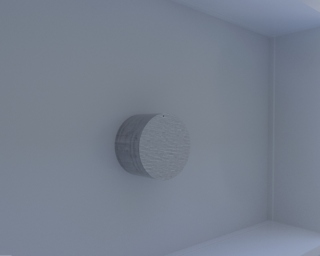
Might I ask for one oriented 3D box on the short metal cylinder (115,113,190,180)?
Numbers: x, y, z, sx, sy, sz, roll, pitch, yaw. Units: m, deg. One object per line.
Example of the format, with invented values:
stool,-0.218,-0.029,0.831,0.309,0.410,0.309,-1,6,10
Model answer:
short metal cylinder,-0.008,0.022,0.385,0.081,0.050,0.079,0,90,-40
